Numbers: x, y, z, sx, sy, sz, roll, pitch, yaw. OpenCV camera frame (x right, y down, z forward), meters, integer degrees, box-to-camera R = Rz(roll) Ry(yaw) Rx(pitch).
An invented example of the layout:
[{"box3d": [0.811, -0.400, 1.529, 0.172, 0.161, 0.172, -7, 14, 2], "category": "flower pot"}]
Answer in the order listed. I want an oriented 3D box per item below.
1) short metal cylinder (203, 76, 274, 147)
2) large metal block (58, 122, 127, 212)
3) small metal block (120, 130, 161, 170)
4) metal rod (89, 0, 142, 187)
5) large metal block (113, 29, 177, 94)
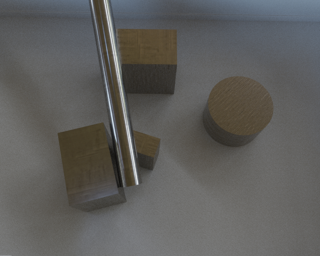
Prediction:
[{"box3d": [0.100, -0.020, 0.405, 0.081, 0.050, 0.080, 0, 70, 0], "category": "short metal cylinder"}, {"box3d": [-0.076, 0.049, 0.362, 0.050, 0.080, 0.080, -14, 71, -5], "category": "large metal block"}, {"box3d": [-0.028, 0.026, 0.385, 0.050, 0.050, 0.025, 18, 65, 5], "category": "small metal block"}, {"box3d": [-0.058, -0.084, 0.353, 0.025, 0.025, 0.298, -10, 86, -4], "category": "metal rod"}, {"box3d": [-0.020, -0.086, 0.411, 0.081, 0.080, 0.050, 1, 70, 0], "category": "large metal block"}]
